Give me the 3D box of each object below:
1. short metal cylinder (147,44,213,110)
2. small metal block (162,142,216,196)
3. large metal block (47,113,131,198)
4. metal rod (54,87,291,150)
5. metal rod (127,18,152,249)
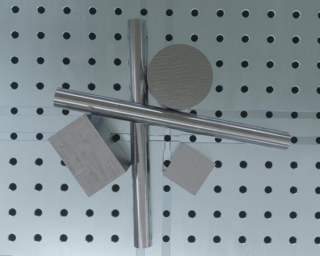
[{"bbox_3d":[0.024,-0.062,0.401,0.081,0.050,0.079,0,90,-1],"label":"short metal cylinder"},{"bbox_3d":[0.038,0.054,0.415,0.050,0.025,0.050,33,90,-1],"label":"small metal block"},{"bbox_3d":[-0.082,0.030,0.384,0.050,0.080,0.080,-35,90,0],"label":"large metal block"},{"bbox_3d":[0.022,-0.009,0.395,0.302,0.025,0.025,11,90,-8],"label":"metal rod"},{"bbox_3d":[-0.027,0.007,0.413,0.025,0.025,0.298,-2,90,-1],"label":"metal rod"}]
